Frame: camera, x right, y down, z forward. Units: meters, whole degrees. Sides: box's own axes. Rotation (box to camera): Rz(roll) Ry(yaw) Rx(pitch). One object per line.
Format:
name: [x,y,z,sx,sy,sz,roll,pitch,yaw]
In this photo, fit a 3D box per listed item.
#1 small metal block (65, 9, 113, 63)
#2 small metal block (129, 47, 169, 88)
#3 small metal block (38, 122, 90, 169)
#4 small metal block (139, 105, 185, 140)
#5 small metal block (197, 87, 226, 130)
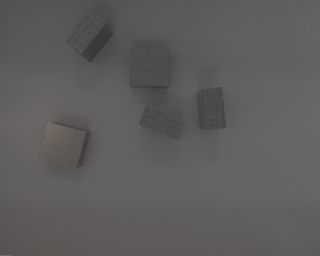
small metal block: [-0.090,-0.116,0.398,0.025,0.050,0.050,38,90,0]
small metal block: [-0.014,-0.079,0.411,0.050,0.025,0.050,1,90,0]
small metal block: [-0.126,0.023,0.410,0.050,0.025,0.050,14,90,0]
small metal block: [0.002,-0.007,0.399,0.050,0.050,0.025,22,90,0]
small metal block: [0.065,-0.024,0.399,0.025,0.050,0.050,-5,90,0]
